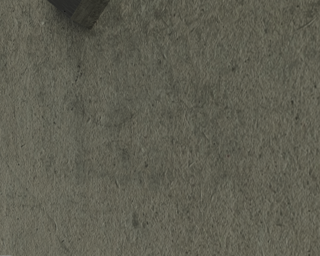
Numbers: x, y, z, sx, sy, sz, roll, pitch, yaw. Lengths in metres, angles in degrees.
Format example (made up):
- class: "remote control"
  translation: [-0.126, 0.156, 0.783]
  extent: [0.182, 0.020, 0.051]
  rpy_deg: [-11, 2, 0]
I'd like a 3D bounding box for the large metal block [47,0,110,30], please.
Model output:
- class: "large metal block"
  translation: [-0.117, -0.201, 0.437]
  extent: [0.080, 0.050, 0.080]
  rpy_deg: [41, 103, 15]
